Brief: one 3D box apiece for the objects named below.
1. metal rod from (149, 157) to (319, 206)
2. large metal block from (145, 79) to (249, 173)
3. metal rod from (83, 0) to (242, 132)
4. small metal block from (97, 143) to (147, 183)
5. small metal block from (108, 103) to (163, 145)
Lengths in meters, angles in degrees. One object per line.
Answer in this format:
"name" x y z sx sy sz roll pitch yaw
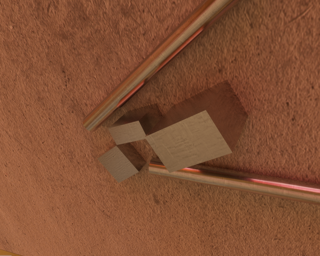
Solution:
"metal rod" 0.126 0.070 0.382 0.301 0.025 0.025 7 121 24
"large metal block" 0.043 -0.002 0.346 0.080 0.080 0.050 -24 105 36
"metal rod" -0.007 -0.075 0.362 0.025 0.025 0.299 49 128 -7
"small metal block" -0.057 0.049 0.465 0.050 0.025 0.050 -33 100 38
"small metal block" -0.030 -0.005 0.402 0.050 0.050 0.025 -13 112 33
